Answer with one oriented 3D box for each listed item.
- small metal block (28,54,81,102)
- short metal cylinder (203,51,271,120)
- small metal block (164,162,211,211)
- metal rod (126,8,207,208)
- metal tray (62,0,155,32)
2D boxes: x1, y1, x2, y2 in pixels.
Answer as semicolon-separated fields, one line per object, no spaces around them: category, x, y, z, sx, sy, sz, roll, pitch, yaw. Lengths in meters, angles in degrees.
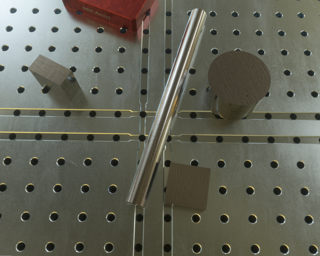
small metal block;-0.142;-0.067;0.421;0.050;0.050;0.025;28;73;9
short metal cylinder;0.102;-0.057;0.421;0.081;0.050;0.080;0;70;0
small metal block;0.034;0.073;0.385;0.050;0.025;0.050;9;70;3
metal rod;0.015;-0.041;0.426;0.025;0.025;0.299;17;71;5
metal tray;-0.079;-0.214;0.486;0.130;0.030;0.090;23;71;7
